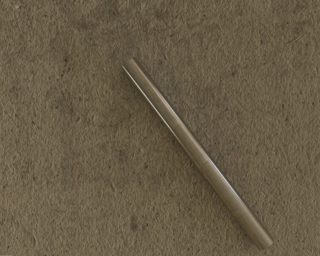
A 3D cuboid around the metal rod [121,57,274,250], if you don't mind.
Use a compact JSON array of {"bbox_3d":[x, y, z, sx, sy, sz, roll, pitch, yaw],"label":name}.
[{"bbox_3d":[0.049,0.034,0.410,0.025,0.025,0.300,-37,90,0],"label":"metal rod"}]
